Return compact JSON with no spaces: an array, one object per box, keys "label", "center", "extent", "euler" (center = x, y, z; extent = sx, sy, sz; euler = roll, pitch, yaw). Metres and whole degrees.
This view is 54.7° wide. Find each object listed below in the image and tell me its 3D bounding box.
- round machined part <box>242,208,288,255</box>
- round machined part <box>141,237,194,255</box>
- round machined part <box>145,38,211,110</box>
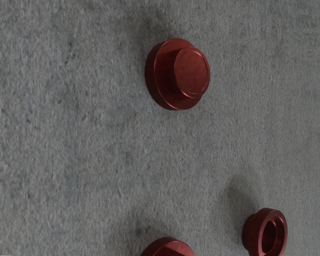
[{"label":"round machined part","center":[0.183,0.191,0.551],"extent":[0.099,0.042,0.097],"euler":[0,90,-40]},{"label":"round machined part","center":[0.015,0.200,0.409],"extent":[0.099,0.042,0.097],"euler":[0,90,-40]},{"label":"round machined part","center":[0.031,-0.073,0.422],"extent":[0.099,0.042,0.097],"euler":[0,90,-40]}]
